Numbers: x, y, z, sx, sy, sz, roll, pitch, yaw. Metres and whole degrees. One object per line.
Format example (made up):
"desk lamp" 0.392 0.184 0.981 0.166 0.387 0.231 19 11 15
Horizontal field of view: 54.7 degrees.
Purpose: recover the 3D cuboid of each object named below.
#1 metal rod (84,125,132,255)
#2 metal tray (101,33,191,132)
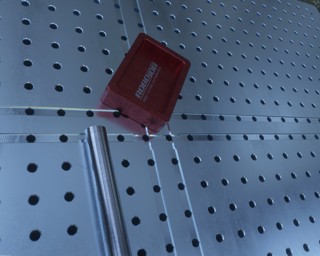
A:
"metal rod" -0.039 0.135 0.306 0.025 0.025 0.299 -2 63 -30
"metal tray" -0.015 -0.068 0.440 0.090 0.030 0.130 29 52 -10
